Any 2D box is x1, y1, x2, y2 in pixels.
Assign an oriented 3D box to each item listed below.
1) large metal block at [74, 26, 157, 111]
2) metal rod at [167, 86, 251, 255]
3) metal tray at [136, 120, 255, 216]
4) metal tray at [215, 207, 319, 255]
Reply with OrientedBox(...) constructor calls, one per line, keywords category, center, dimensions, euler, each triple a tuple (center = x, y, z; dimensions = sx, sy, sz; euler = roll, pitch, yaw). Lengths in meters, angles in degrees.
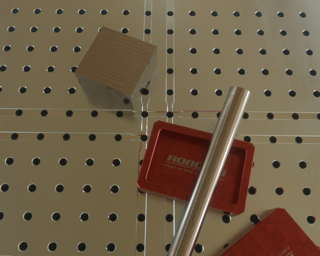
OrientedBox(category="large metal block", center=(-0.057, -0.081, 0.428), dimensions=(0.080, 0.050, 0.080), euler=(23, 72, 8))
OrientedBox(category="metal rod", center=(0.040, 0.094, 0.347), dimensions=(0.025, 0.025, 0.299), euler=(21, 83, 7))
OrientedBox(category="metal tray", center=(0.045, 0.050, 0.390), dimensions=(0.131, 0.030, 0.090), euler=(14, 71, 5))
OrientedBox(category="metal tray", center=(0.116, 0.165, 0.350), dimensions=(0.131, 0.030, 0.090), euler=(-35, 74, -12))
